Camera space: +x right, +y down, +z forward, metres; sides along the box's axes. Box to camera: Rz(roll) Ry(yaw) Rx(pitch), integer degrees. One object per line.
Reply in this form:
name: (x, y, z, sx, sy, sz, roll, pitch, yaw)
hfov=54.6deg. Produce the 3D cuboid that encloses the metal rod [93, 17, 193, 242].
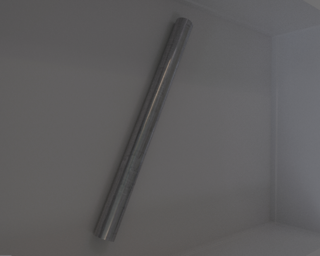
metal rod: (-0.015, -0.011, 0.393, 0.025, 0.025, 0.299, 32, 71, -36)
